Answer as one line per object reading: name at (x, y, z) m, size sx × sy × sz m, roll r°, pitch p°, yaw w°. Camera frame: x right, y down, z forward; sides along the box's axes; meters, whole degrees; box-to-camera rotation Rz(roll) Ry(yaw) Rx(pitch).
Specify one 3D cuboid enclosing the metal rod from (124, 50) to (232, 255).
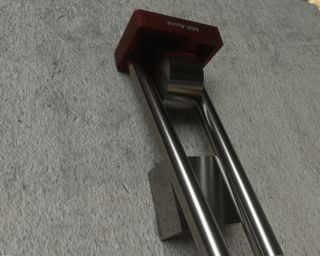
metal rod at (0.007, 0.009, 0.346) m, size 0.025 × 0.025 × 0.300 m, roll 2°, pitch 46°, yaw -28°

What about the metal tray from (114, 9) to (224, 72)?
metal tray at (0.011, -0.112, 0.439) m, size 0.131 × 0.090 × 0.030 m, roll 2°, pitch 61°, yaw -28°

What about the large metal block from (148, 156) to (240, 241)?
large metal block at (0.039, 0.080, 0.361) m, size 0.081 × 0.050 × 0.080 m, roll 2°, pitch 61°, yaw -28°

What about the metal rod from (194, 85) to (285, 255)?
metal rod at (0.070, 0.011, 0.378) m, size 0.025 × 0.025 × 0.300 m, roll 8°, pitch 43°, yaw -24°

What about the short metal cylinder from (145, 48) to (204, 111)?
short metal cylinder at (0.015, -0.064, 0.419) m, size 0.050 × 0.080 × 0.080 m, roll 2°, pitch 61°, yaw -28°
